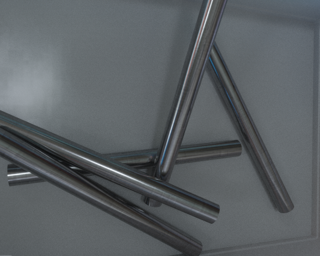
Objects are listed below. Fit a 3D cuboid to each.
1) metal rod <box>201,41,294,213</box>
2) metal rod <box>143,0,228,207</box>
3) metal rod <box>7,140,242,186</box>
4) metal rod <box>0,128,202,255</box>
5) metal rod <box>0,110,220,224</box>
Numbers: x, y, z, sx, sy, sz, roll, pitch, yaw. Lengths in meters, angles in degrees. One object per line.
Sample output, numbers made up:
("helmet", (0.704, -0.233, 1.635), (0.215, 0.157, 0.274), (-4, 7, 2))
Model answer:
("metal rod", (0.128, -0.003, 0.459), (0.025, 0.025, 0.299), (-32, 101, -17))
("metal rod", (0.031, -0.041, 0.358), (0.025, 0.025, 0.298), (10, 108, -20))
("metal rod", (-0.028, 0.041, 0.401), (0.303, 0.025, 0.025), (-5, 92, -20))
("metal rod", (-0.061, 0.088, 0.369), (0.301, 0.025, 0.025), (36, 78, -24))
("metal rod", (-0.069, 0.043, 0.357), (0.301, 0.025, 0.025), (25, 82, -8))
